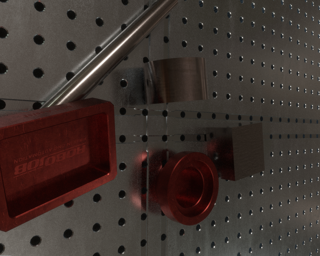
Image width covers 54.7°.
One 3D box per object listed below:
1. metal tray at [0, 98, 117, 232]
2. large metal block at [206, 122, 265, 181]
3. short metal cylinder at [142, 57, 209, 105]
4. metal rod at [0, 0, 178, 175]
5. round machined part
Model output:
[{"bbox_3d":[-0.101,0.027,0.296,0.131,0.030,0.089,-21,118,-47],"label":"metal tray"},{"bbox_3d":[0.122,0.034,0.498,0.081,0.050,0.079,-8,95,-40],"label":"large metal block"},{"bbox_3d":[0.020,-0.058,0.392,0.081,0.080,0.050,-9,96,-40],"label":"short metal cylinder"},{"bbox_3d":[-0.068,-0.069,0.353,0.301,0.025,0.025,-52,121,-27],"label":"metal rod"},{"bbox_3d":[0.034,0.081,0.429,0.099,0.042,0.097,0,90,-40],"label":"round machined part"}]
